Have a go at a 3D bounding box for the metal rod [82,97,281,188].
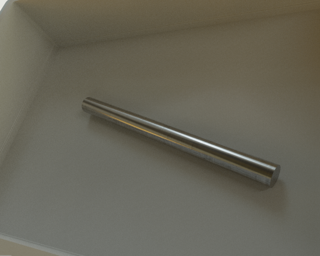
[{"bbox_3d":[0.002,0.006,0.400,0.300,0.025,0.025,20,73,35],"label":"metal rod"}]
